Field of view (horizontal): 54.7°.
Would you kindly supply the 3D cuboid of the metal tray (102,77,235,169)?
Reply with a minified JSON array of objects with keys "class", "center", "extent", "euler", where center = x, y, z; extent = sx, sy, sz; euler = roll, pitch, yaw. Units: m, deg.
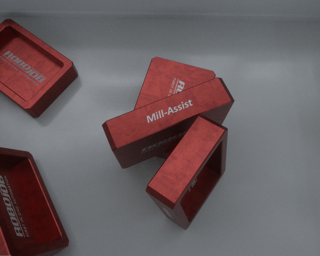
[{"class":"metal tray","center":[0.009,-0.002,0.343],"extent":[0.131,0.090,0.030],"euler":[-22,72,-8]}]

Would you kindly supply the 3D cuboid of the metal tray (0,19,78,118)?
[{"class":"metal tray","center":[-0.195,-0.086,0.436],"extent":[0.130,0.030,0.090],"euler":[35,74,12]}]

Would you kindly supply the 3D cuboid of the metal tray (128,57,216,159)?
[{"class":"metal tray","center":[0.015,-0.025,0.416],"extent":[0.090,0.030,0.130],"euler":[16,71,5]}]

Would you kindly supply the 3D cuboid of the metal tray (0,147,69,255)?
[{"class":"metal tray","center":[-0.161,0.083,0.338],"extent":[0.030,0.090,0.130],"euler":[-35,71,9]}]

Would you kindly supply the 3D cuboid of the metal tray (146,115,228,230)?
[{"class":"metal tray","center":[0.035,0.054,0.332],"extent":[0.030,0.130,0.090],"euler":[31,73,22]}]
